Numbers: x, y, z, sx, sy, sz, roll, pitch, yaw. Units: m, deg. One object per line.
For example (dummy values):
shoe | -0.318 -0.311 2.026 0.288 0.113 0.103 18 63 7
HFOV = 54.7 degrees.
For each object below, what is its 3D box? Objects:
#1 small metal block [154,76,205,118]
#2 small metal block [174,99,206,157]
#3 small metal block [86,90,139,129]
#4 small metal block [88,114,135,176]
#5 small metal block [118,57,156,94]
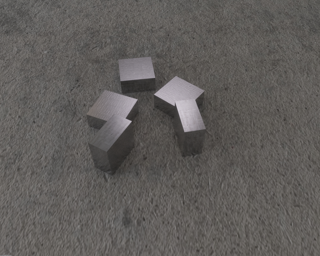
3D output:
small metal block | 0.027 -0.041 0.438 0.050 0.025 0.050 32 57 23
small metal block | 0.036 0.000 0.387 0.025 0.050 0.050 -8 51 -7
small metal block | -0.063 -0.020 0.420 0.050 0.025 0.050 17 52 14
small metal block | -0.056 0.020 0.369 0.025 0.050 0.050 23 54 18
small metal block | -0.035 -0.081 0.471 0.050 0.025 0.050 -6 50 -6
